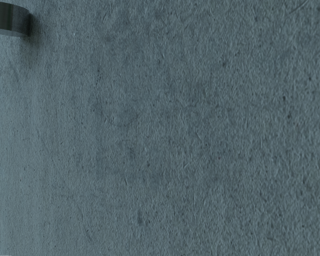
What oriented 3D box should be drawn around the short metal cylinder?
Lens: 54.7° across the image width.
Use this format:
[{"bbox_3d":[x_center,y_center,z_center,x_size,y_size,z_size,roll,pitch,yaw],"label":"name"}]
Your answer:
[{"bbox_3d":[-0.308,-0.217,0.624,0.080,0.081,0.050,11,97,39],"label":"short metal cylinder"}]
